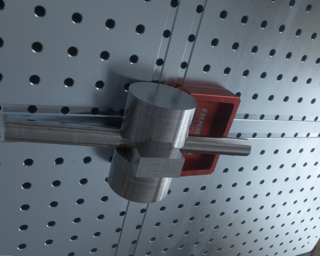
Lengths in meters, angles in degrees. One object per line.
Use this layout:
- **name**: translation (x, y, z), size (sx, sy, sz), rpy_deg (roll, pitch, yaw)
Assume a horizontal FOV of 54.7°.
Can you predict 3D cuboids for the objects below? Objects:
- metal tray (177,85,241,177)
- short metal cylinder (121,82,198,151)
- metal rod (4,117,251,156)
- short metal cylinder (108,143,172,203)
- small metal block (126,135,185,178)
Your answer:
- **metal tray**: translation (0.052, 0.008, 0.441), size (0.091, 0.030, 0.129), rpy_deg (1, 118, -29)
- **short metal cylinder**: translation (-0.002, -0.016, 0.363), size (0.081, 0.080, 0.050), rpy_deg (1, 118, -29)
- **metal rod**: translation (-0.021, 0.014, 0.378), size (0.302, 0.025, 0.025), rpy_deg (5, 116, -21)
- **short metal cylinder**: translation (-0.022, 0.050, 0.394), size (0.081, 0.080, 0.050), rpy_deg (1, 118, -29)
- **small metal block**: translation (-0.006, 0.031, 0.349), size (0.050, 0.050, 0.025), rpy_deg (5, 116, -21)
